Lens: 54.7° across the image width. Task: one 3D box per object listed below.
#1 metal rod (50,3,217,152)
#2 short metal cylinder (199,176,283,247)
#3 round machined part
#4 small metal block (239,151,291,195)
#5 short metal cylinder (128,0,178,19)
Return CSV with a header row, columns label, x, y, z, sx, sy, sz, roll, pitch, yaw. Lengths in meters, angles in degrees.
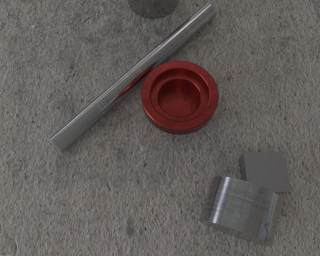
label,x,y,z,sx,sy,sz,roll,pitch,yaw
metal rod,-0.028,-0.079,0.436,0.025,0.025,0.301,42,75,14
short metal cylinder,0.090,0.093,0.346,0.080,0.080,0.050,19,71,7
round machined part,0.025,-0.037,0.413,0.099,0.042,0.098,0,70,0
small metal block,0.130,0.057,0.388,0.050,0.025,0.050,-2,70,-1
short metal cylinder,-0.012,-0.216,0.474,0.081,0.050,0.080,0,70,0
